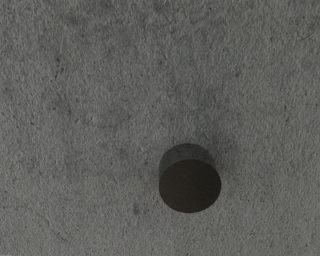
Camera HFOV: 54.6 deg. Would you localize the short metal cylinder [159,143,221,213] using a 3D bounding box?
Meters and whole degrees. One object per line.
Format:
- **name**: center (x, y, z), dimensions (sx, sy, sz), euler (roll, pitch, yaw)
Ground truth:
- **short metal cylinder**: center (0.039, 0.067, 0.421), dimensions (0.080, 0.050, 0.079), euler (0, 110, 0)
